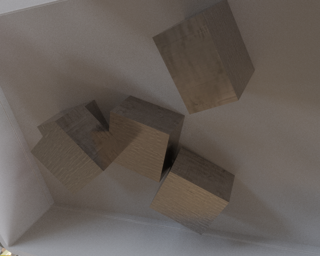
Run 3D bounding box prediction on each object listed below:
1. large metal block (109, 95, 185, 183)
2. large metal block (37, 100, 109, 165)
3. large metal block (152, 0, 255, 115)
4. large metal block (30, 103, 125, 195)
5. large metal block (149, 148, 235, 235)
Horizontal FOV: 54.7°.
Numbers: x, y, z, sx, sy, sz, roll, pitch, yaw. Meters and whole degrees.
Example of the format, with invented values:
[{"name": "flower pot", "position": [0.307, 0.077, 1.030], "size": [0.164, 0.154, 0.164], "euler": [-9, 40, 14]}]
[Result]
[{"name": "large metal block", "position": [-0.020, 0.014, 0.412], "size": [0.080, 0.050, 0.079], "euler": [22, 127, 15]}, {"name": "large metal block", "position": [-0.121, 0.012, 0.464], "size": [0.080, 0.050, 0.080], "euler": [-14, 111, 34]}, {"name": "large metal block", "position": [0.048, -0.071, 0.304], "size": [0.050, 0.080, 0.080], "euler": [-16, 110, 34]}, {"name": "large metal block", "position": [-0.107, 0.029, 0.402], "size": [0.080, 0.050, 0.080], "euler": [47, 129, -5]}, {"name": "large metal block", "position": [0.042, 0.086, 0.418], "size": [0.080, 0.050, 0.079], "euler": [28, 128, 3]}]
